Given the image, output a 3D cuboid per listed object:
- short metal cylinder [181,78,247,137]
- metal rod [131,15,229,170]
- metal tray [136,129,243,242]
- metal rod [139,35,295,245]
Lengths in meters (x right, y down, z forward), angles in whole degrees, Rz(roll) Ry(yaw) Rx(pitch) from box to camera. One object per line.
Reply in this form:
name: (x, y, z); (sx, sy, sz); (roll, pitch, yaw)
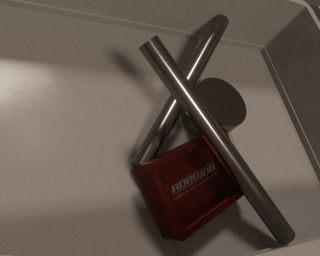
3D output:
short metal cylinder: (0.077, -0.026, 0.449); (0.081, 0.050, 0.080); (14, 56, -21)
metal rod: (0.040, -0.066, 0.442); (0.025, 0.025, 0.300); (33, 59, -7)
metal tray: (0.044, 0.063, 0.373); (0.131, 0.030, 0.090); (-23, 91, -36)
metal rod: (0.074, 0.023, 0.370); (0.299, 0.025, 0.025); (53, 50, -11)
